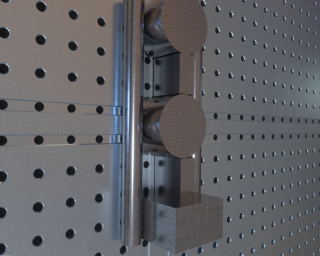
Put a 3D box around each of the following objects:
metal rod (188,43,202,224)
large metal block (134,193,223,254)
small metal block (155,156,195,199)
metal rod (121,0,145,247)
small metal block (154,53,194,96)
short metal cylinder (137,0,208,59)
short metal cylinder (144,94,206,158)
[{"bbox_3d":[0.048,-0.008,0.448,0.025,0.025,0.298,1,89,-40],"label":"metal rod"},{"bbox_3d":[0.022,0.112,0.392,0.081,0.080,0.050,1,90,-40],"label":"large metal block"},{"bbox_3d":[0.019,0.063,0.407,0.025,0.050,0.050,0,90,-40],"label":"small metal block"},{"bbox_3d":[-0.033,-0.009,0.380,0.025,0.025,0.298,1,89,-40],"label":"metal rod"},{"bbox_3d":[0.018,-0.067,0.406,0.025,0.050,0.050,1,90,-40],"label":"small metal block"},{"bbox_3d":[0.016,-0.132,0.405,0.081,0.050,0.080,0,90,-40],"label":"short metal cylinder"},{"bbox_3d":[0.014,-0.002,0.404,0.081,0.050,0.080,0,90,-40],"label":"short metal cylinder"}]
